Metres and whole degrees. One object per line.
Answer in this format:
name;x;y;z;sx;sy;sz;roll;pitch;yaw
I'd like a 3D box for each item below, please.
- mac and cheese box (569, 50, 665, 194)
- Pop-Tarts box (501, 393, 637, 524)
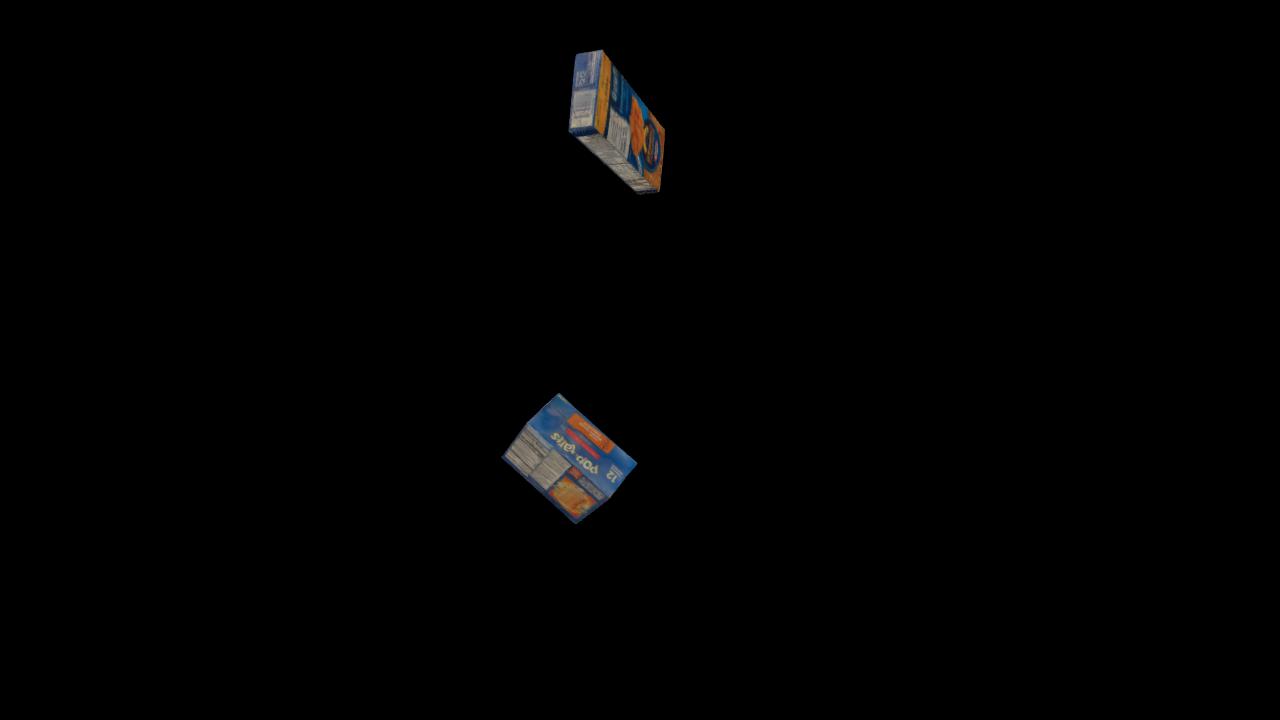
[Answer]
mac and cheese box;-0.023;-0.281;0.750;0.041;0.093;0.184;1;-7;25
Pop-Tarts box;-0.115;0.159;0.975;0.083;0.167;0.141;-49;1;-41
